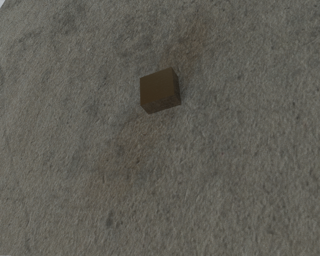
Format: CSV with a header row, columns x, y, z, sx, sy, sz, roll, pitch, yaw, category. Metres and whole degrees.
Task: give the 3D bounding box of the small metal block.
x,y,z,sx,sy,sz,roll,pitch,yaw,category
0.000,-0.052,0.437,0.050,0.025,0.050,-16,55,19,small metal block
